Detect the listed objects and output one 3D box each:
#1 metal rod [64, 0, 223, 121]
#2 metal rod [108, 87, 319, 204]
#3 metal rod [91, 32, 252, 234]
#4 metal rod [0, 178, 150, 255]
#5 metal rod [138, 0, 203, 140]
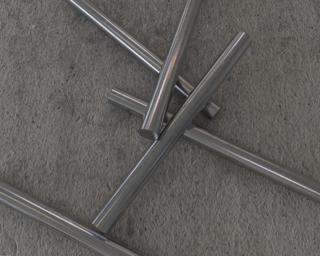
[{"bbox_3d":[-0.034,-0.115,0.449,0.300,0.025,0.025,41,75,13],"label":"metal rod"},{"bbox_3d":[0.069,0.019,0.401,0.301,0.025,0.025,26,72,9],"label":"metal rod"},{"bbox_3d":[0.022,-0.003,0.382,0.025,0.025,0.300,35,78,12],"label":"metal rod"},{"bbox_3d":[-0.088,0.124,0.361,0.301,0.025,0.025,24,72,8],"label":"metal rod"},{"bbox_3d":[0.028,-0.119,0.430,0.025,0.025,0.300,15,63,5],"label":"metal rod"}]
